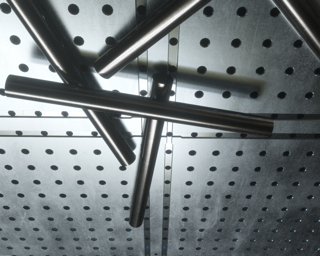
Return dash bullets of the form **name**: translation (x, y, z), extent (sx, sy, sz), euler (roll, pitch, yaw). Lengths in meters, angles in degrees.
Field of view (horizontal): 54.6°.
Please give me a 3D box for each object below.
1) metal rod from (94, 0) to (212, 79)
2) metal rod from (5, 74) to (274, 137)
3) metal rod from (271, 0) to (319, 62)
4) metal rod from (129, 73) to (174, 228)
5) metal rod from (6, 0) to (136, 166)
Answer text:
- **metal rod**: translation (0.045, -0.129, 0.275), extent (0.299, 0.025, 0.025), euler (-29, 125, 32)
- **metal rod**: translation (-0.016, -0.023, 0.357), extent (0.302, 0.025, 0.025), euler (9, 130, -8)
- **metal rod**: translation (0.159, -0.103, 0.325), extent (0.301, 0.025, 0.025), euler (36, 121, -27)
- **metal rod**: translation (-0.020, 0.054, 0.457), extent (0.025, 0.025, 0.298), euler (7, 130, -6)
- **metal rod**: translation (-0.101, -0.060, 0.359), extent (0.025, 0.025, 0.299), euler (-17, 128, 14)
